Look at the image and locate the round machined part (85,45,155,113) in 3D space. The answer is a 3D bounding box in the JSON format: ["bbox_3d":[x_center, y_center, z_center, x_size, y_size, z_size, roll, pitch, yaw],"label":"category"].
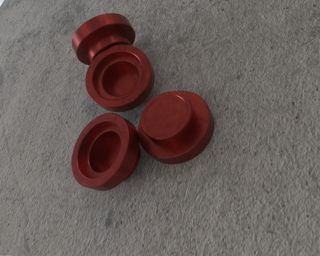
[{"bbox_3d":[-0.055,-0.068,0.453,0.098,0.042,0.098,-4,72,14],"label":"round machined part"}]

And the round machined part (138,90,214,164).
[{"bbox_3d":[0.015,-0.007,0.390,0.098,0.042,0.098,-13,56,21],"label":"round machined part"}]

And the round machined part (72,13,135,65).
[{"bbox_3d":[-0.083,-0.128,0.484,0.098,0.098,0.042,-30,74,9],"label":"round machined part"}]

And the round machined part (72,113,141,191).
[{"bbox_3d":[-0.064,0.033,0.399,0.098,0.042,0.098,-17,58,31],"label":"round machined part"}]
